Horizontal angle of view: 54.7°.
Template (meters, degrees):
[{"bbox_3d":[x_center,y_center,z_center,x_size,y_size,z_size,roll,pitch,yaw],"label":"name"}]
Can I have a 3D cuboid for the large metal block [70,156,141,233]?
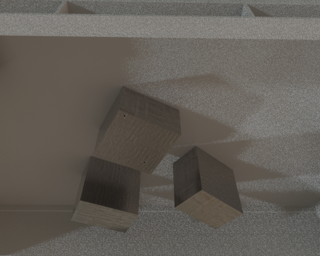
[{"bbox_3d":[-0.077,0.097,0.455,0.080,0.080,0.050,19,128,-16],"label":"large metal block"}]

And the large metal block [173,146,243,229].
[{"bbox_3d":[0.066,0.085,0.446,0.080,0.080,0.050,33,123,-25],"label":"large metal block"}]

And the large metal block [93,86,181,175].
[{"bbox_3d":[-0.029,0.005,0.397,0.080,0.050,0.080,22,127,-18],"label":"large metal block"}]
